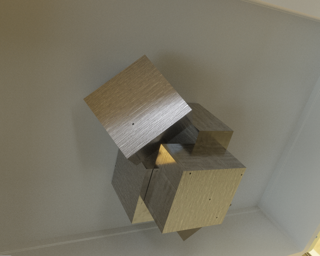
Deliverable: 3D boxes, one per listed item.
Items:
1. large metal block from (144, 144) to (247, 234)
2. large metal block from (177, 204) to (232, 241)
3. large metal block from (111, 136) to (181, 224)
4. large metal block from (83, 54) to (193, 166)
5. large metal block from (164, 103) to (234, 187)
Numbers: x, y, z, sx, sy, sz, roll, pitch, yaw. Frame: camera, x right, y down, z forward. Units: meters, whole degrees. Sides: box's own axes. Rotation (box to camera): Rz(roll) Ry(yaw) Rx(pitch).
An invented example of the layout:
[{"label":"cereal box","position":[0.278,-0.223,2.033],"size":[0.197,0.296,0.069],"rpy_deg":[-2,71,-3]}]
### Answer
[{"label":"large metal block","position":[0.037,0.065,0.346],"size":[0.081,0.050,0.079],"rpy_deg":[2,118,-29]},{"label":"large metal block","position":[0.045,0.106,0.452],"size":[0.080,0.080,0.050],"rpy_deg":[-36,94,-5]},{"label":"large metal block","position":[-0.019,0.062,0.399],"size":[0.050,0.080,0.079],"rpy_deg":[1,118,-29]},{"label":"large metal block","position":[-0.021,-0.018,0.339],"size":[0.080,0.080,0.050],"rpy_deg":[-37,164,-4]},{"label":"large metal block","position":[0.039,0.019,0.403],"size":[0.050,0.080,0.079],"rpy_deg":[1,118,-29]}]
